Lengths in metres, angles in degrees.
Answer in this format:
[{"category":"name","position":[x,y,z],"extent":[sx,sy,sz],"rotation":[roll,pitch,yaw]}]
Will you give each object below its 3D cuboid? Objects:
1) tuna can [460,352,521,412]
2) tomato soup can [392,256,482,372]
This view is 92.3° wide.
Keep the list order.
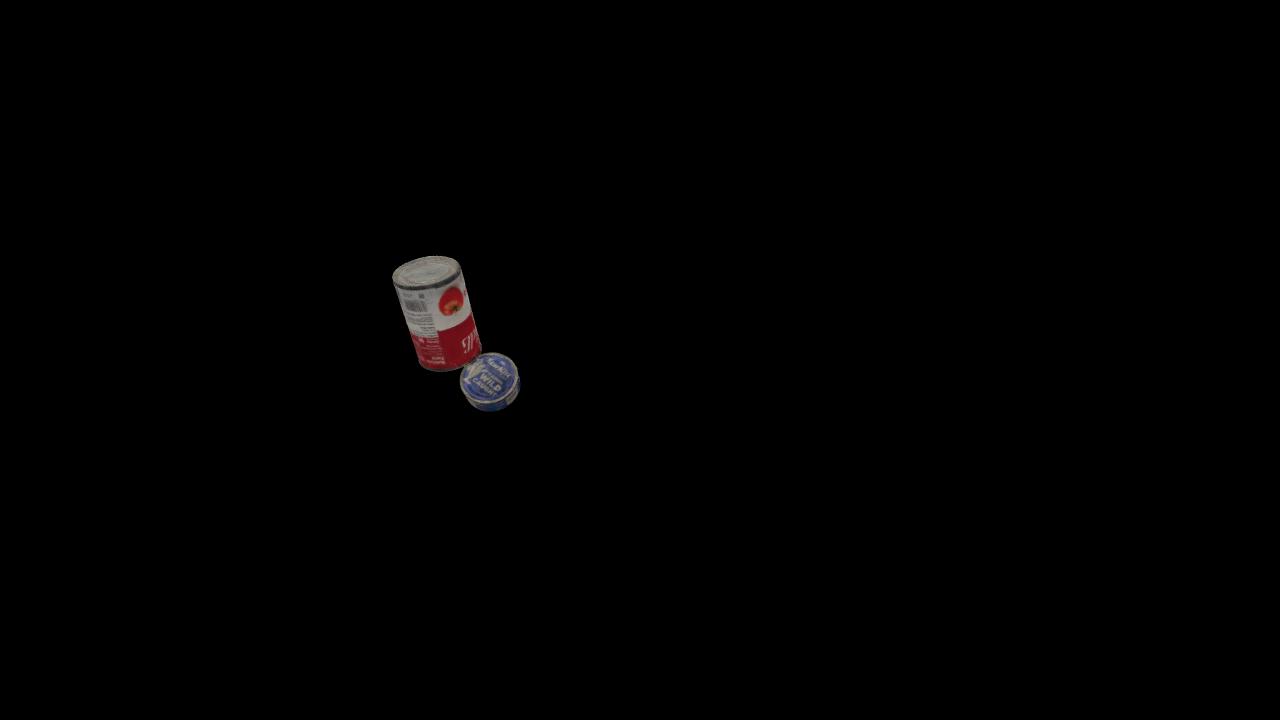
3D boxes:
[{"category":"tuna can","position":[-0.219,0.033,0.905],"extent":[0.084,0.084,0.034],"rotation":[0,-29,-1]},{"category":"tomato soup can","position":[-0.206,-0.048,0.630],"extent":[0.068,0.101,0.068],"rotation":[-3,36,2]}]
